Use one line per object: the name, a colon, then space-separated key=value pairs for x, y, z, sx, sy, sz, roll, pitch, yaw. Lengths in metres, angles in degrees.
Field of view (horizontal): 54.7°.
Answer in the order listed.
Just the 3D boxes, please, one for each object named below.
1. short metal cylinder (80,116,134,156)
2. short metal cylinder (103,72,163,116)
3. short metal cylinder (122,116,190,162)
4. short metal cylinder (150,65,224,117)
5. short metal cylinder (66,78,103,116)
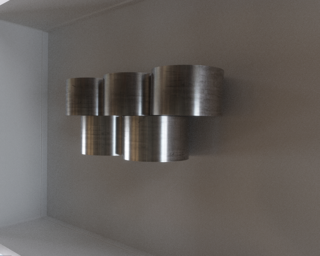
short metal cylinder: x=-0.068 y=0.009 z=0.425 sx=0.080 sy=0.081 sz=0.050 roll=1 pitch=91 yaw=40
short metal cylinder: x=-0.032 y=-0.040 z=0.395 sx=0.080 sy=0.081 sz=0.050 roll=1 pitch=91 yaw=40
short metal cylinder: x=-0.005 y=0.011 z=0.373 sx=0.080 sy=0.081 sz=0.050 roll=1 pitch=91 yaw=40
short metal cylinder: x=0.030 y=-0.038 z=0.344 sx=0.080 sy=0.081 sz=0.050 roll=3 pitch=92 yaw=40
short metal cylinder: x=-0.094 y=-0.042 z=0.447 sx=0.080 sy=0.081 sz=0.050 roll=1 pitch=91 yaw=40
